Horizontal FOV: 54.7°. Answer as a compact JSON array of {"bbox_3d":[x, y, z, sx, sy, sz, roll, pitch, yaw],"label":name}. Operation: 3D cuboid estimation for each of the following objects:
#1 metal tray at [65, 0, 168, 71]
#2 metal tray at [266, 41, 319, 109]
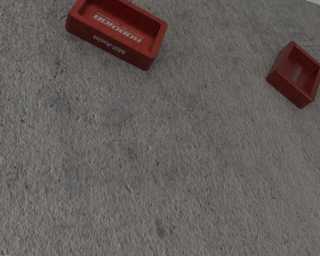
[{"bbox_3d":[-0.060,-0.151,0.459,0.131,0.030,0.090,26,53,-12],"label":"metal tray"},{"bbox_3d":[0.269,-0.108,0.610,0.090,0.030,0.131,40,51,-1],"label":"metal tray"}]
